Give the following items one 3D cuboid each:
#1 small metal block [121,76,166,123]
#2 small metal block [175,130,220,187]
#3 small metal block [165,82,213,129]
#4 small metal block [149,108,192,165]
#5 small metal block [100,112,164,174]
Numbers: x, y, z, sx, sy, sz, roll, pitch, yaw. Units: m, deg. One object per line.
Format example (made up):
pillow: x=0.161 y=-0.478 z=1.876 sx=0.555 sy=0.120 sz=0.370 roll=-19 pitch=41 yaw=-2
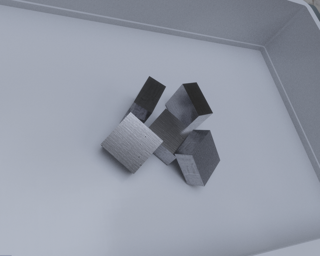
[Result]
small metal block: x=-0.022 y=-0.030 z=0.394 sx=0.025 sy=0.050 sz=0.050 roll=32 pitch=51 yaw=-8
small metal block: x=0.049 y=0.037 z=0.392 sx=0.050 sy=0.025 sz=0.050 roll=-49 pitch=127 yaw=-40
small metal block: x=0.039 y=-0.027 z=0.426 sx=0.025 sy=0.050 sz=0.050 roll=-12 pitch=68 yaw=-34
small metal block: x=0.009 y=0.011 z=0.402 sx=0.050 sy=0.025 sz=0.050 roll=41 pitch=51 yaw=-1
small metal block: x=-0.032 y=0.018 z=0.362 sx=0.050 sy=0.025 sz=0.050 roll=42 pitch=84 yaw=0
